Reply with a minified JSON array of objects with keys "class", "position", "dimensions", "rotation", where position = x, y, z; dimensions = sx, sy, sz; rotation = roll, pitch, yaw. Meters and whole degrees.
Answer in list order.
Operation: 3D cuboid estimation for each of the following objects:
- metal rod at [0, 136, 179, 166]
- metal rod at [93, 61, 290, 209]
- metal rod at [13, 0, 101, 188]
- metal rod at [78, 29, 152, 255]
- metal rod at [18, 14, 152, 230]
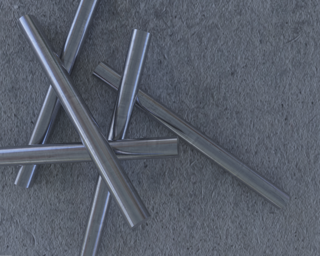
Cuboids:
[{"class":"metal rod","position":[-0.128,0.031,0.376],"dimensions":[0.301,0.025,0.025],"rotation":[-4,90,9]},{"class":"metal rod","position":[0.041,0.010,0.410],"dimensions":[0.301,0.025,0.025],"rotation":[36,90,0]},{"class":"metal rod","position":[-0.129,-0.066,0.408],"dimensions":[0.025,0.025,0.299],"rotation":[20,90,0]},{"class":"metal rod","position":[-0.059,0.028,0.392],"dimensions":[0.025,0.025,0.298],"rotation":[14,97,0]},{"class":"metal rod","position":[-0.097,-0.023,0.360],"dimensions":[0.025,0.025,0.299],"rotation":[-33,70,0]}]
